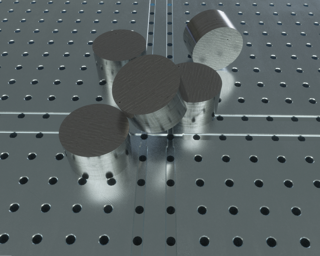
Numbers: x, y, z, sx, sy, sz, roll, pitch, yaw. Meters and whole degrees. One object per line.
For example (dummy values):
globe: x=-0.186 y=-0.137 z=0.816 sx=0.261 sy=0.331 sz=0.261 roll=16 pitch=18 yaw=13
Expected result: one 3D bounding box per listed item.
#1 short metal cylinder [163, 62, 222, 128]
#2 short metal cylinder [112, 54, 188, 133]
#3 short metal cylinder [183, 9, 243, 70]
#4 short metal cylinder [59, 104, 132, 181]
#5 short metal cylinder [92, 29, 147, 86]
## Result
short metal cylinder: x=0.042 y=-0.046 z=0.430 sx=0.081 sy=0.050 sz=0.080 roll=0 pitch=50 yaw=0
short metal cylinder: x=-0.010 y=-0.040 z=0.371 sx=0.080 sy=0.050 sz=0.080 roll=-6 pitch=64 yaw=13
short metal cylinder: x=0.082 y=-0.137 z=0.487 sx=0.081 sy=0.080 sz=0.050 roll=-10 pitch=51 yaw=-9
short metal cylinder: x=-0.076 y=0.016 z=0.377 sx=0.081 sy=0.050 sz=0.080 roll=0 pitch=50 yaw=0
short metal cylinder: x=-0.061 y=-0.109 z=0.483 sx=0.081 sy=0.050 sz=0.080 roll=0 pitch=50 yaw=0
